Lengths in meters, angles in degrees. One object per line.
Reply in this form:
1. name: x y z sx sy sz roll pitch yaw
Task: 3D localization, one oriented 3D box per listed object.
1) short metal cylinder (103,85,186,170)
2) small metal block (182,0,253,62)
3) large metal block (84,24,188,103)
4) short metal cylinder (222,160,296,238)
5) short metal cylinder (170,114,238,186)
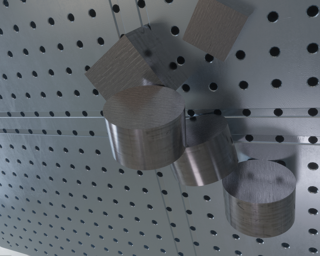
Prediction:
1. short metal cylinder: -0.014 -0.003 0.318 0.080 0.080 0.050 12 129 22
2. small metal block: 0.058 -0.104 0.316 0.050 0.025 0.050 31 128 8
3. large metal block: -0.029 -0.062 0.372 0.080 0.050 0.080 -32 101 38
4. short metal cylinder: 0.116 0.080 0.364 0.080 0.080 0.050 3 120 26
5. short metal cylinder: 0.047 0.024 0.366 0.080 0.080 0.050 -7 115 31
